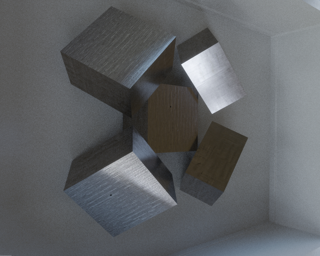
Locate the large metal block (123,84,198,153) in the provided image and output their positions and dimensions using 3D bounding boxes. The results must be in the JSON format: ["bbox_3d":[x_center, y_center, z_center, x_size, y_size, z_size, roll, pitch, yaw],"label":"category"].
[{"bbox_3d":[0.001,-0.011,0.388,0.081,0.050,0.080,1,90,-40],"label":"large metal block"}]

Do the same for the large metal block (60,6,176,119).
[{"bbox_3d":[-0.040,-0.070,0.324,0.080,0.080,0.050,-53,165,-27],"label":"large metal block"}]

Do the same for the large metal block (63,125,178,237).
[{"bbox_3d":[-0.039,0.057,0.329,0.080,0.050,0.080,-30,118,12],"label":"large metal block"}]

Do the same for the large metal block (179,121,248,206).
[{"bbox_3d":[0.070,0.050,0.419,0.080,0.050,0.080,-59,169,-24],"label":"large metal block"}]

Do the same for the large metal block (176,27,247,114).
[{"bbox_3d":[0.067,-0.079,0.417,0.080,0.050,0.080,54,16,-26],"label":"large metal block"}]
